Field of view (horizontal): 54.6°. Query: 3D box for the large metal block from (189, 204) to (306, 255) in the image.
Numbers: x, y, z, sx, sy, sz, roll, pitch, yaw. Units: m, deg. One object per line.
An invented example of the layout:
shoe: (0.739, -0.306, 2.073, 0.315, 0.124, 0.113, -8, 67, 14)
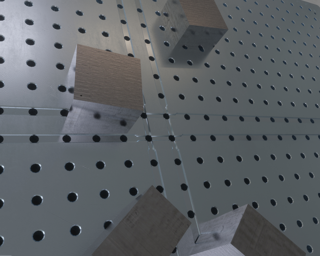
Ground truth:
large metal block: (0.093, 0.138, 0.338, 0.080, 0.080, 0.050, 41, 51, -1)

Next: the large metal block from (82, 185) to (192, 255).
large metal block: (-0.028, 0.110, 0.290, 0.050, 0.080, 0.080, 44, 51, 2)

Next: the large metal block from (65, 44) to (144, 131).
large metal block: (-0.069, -0.048, 0.384, 0.081, 0.050, 0.080, 9, 58, -24)

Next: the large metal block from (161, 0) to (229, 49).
large metal block: (0.059, -0.187, 0.537, 0.081, 0.050, 0.080, -4, 64, -30)
